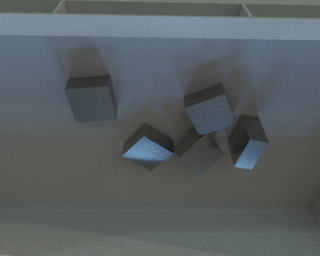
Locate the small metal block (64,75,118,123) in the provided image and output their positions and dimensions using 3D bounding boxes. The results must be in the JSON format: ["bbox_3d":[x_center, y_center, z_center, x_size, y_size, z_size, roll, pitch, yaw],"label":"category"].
[{"bbox_3d":[-0.082,-0.035,0.378,0.050,0.025,0.050,-4,130,3],"label":"small metal block"}]

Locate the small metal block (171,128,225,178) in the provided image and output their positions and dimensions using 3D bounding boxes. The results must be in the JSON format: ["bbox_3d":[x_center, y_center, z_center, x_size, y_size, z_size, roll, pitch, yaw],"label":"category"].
[{"bbox_3d":[0.052,0.032,0.424,0.050,0.025,0.050,-42,124,-4],"label":"small metal block"}]

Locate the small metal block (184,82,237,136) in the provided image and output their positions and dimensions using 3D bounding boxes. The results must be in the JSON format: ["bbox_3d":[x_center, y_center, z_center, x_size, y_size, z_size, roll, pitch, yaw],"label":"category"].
[{"bbox_3d":[0.063,-0.023,0.391,0.050,0.025,0.050,-20,128,15],"label":"small metal block"}]

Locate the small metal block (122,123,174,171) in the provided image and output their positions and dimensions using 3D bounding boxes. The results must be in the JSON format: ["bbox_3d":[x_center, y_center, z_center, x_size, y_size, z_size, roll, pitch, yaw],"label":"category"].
[{"bbox_3d":[-0.016,0.028,0.431,0.050,0.025,0.050,31,127,-24],"label":"small metal block"}]

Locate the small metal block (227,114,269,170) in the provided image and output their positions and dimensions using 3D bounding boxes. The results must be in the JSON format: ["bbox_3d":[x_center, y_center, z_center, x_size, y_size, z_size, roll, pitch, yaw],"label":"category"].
[{"bbox_3d":[0.115,0.018,0.410,0.025,0.050,0.050,10,129,-9],"label":"small metal block"}]
